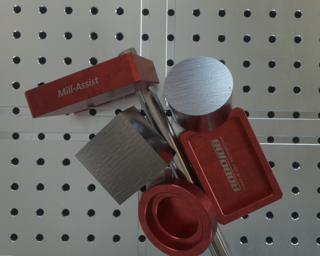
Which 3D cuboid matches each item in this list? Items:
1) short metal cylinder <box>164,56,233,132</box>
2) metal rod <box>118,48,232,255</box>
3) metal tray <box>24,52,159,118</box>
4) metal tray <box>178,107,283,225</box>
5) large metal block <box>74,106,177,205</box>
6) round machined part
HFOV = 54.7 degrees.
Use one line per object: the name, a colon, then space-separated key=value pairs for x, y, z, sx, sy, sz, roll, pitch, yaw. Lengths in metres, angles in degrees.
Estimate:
short metal cylinder: x=0.049 y=-0.041 z=0.383 sx=0.080 sy=0.050 sz=0.080 roll=-4 pitch=66 yaw=10
metal rod: x=0.020 y=0.035 z=0.409 sx=0.025 sy=0.025 sz=0.299 roll=-25 pitch=90 yaw=0
metal tray: x=-0.074 y=-0.047 z=0.362 sx=0.130 sy=0.090 sz=0.030 roll=-17 pitch=92 yaw=14
metal tray: x=0.091 y=0.048 z=0.408 sx=0.090 sy=0.030 sz=0.129 roll=-25 pitch=90 yaw=0
large metal block: x=-0.040 y=0.032 z=0.379 sx=0.080 sy=0.050 sz=0.080 roll=-42 pitch=91 yaw=18
round machined part: x=0.025 y=0.108 z=0.387 sx=0.098 sy=0.042 sz=0.097 roll=8 pitch=107 yaw=27
